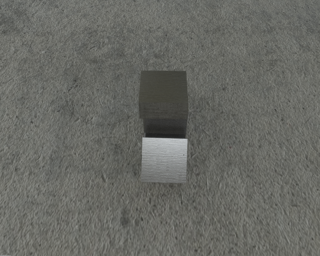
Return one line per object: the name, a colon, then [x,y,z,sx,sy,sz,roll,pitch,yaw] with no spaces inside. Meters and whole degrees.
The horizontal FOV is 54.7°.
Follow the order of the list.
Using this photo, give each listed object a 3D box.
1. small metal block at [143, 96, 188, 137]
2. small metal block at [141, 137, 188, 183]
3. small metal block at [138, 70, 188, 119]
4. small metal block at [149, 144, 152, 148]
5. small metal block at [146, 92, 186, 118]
small metal block: [0.006,-0.013,0.366,0.050,0.050,0.025,2,50,1]
small metal block: [0.005,0.036,0.358,0.050,0.025,0.050,2,91,1]
small metal block: [0.004,-0.037,0.338,0.050,0.025,0.050,1,50,0]
small metal block: [0.006,0.011,0.396,0.050,0.025,0.050,2,50,1]
small metal block: [0.009,-0.032,0.416,0.050,0.025,0.050,2,14,1]
